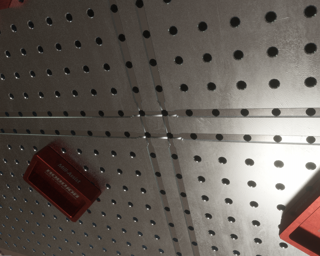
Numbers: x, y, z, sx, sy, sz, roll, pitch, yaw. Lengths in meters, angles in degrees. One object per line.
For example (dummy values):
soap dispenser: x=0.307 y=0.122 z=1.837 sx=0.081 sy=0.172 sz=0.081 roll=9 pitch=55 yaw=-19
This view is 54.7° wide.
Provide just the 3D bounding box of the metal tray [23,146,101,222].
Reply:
metal tray: x=-0.180 y=0.104 z=0.564 sx=0.130 sy=0.030 sz=0.090 roll=41 pitch=129 yaw=-1

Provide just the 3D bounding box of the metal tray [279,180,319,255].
metal tray: x=0.213 y=0.106 z=0.361 sx=0.090 sy=0.030 sz=0.129 roll=29 pitch=128 yaw=9

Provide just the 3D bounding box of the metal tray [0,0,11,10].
metal tray: x=-0.239 y=-0.227 z=0.390 sx=0.130 sy=0.030 sz=0.090 roll=46 pitch=129 yaw=-5
